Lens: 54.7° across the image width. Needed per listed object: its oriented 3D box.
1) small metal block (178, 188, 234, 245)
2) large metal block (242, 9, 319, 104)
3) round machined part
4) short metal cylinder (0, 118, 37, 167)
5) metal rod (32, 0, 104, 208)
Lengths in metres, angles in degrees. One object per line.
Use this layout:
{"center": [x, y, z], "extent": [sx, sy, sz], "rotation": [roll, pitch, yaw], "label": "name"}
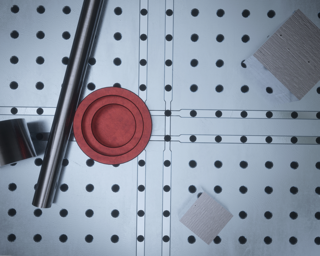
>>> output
{"center": [0.060, 0.117, 0.414], "extent": [0.050, 0.025, 0.050], "rotation": [40, 90, -1], "label": "small metal block"}
{"center": [0.170, -0.090, 0.403], "extent": [0.080, 0.050, 0.080], "rotation": [44, 90, -1], "label": "large metal block"}
{"center": [-0.059, -0.003, 0.404], "extent": [0.099, 0.042, 0.097], "rotation": [0, 90, -1], "label": "round machined part"}
{"center": [-0.201, 0.023, 0.383], "extent": [0.080, 0.080, 0.050], "rotation": [-17, 90, 0], "label": "short metal cylinder"}
{"center": [-0.120, -0.042, 0.411], "extent": [0.025, 0.025, 0.298], "rotation": [14, 90, -1], "label": "metal rod"}
